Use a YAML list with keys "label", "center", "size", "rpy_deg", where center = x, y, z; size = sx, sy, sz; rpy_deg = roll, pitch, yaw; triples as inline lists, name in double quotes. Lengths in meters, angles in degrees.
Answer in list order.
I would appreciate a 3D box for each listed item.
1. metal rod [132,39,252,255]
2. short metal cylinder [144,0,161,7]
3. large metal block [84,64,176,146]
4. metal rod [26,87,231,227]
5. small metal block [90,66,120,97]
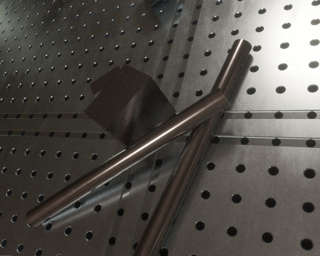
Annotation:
- label: "metal rod"
  center: [0.046, 0.016, 0.373]
  size: [0.025, 0.025, 0.300]
  rpy_deg: [15, 69, 34]
- label: "short metal cylinder"
  center: [-0.018, -0.261, 0.541]
  size: [0.050, 0.080, 0.080]
  rpy_deg: [-38, 51, 3]
- label: "large metal block"
  center: [-0.036, -0.022, 0.404]
  size: [0.050, 0.080, 0.080]
  rpy_deg: [32, 79, 37]
- label: "metal rod"
  center: [-0.049, 0.043, 0.387]
  size: [0.300, 0.025, 0.025]
  rpy_deg: [-33, 52, 13]
- label: "small metal block"
  center: [-0.067, -0.056, 0.460]
  size: [0.050, 0.050, 0.025]
  rpy_deg: [-32, 52, 7]
